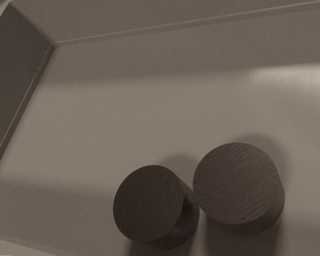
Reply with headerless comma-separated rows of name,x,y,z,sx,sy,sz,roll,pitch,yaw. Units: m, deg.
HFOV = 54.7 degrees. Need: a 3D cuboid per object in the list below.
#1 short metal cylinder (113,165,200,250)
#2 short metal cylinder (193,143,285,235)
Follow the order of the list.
short metal cylinder,-0.003,0.087,0.337,0.080,0.050,0.080,-13,56,20
short metal cylinder,0.079,0.061,0.310,0.080,0.050,0.080,-13,56,20
